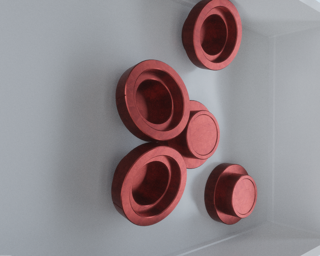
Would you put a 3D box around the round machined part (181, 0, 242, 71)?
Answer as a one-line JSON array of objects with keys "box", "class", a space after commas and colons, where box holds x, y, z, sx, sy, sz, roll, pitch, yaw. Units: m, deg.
[{"box": [0.070, -0.134, 0.447, 0.099, 0.042, 0.097, -14, 112, -35], "class": "round machined part"}]

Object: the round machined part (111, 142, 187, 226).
[{"box": [-0.017, 0.064, 0.375, 0.099, 0.042, 0.097, -13, 110, -38], "class": "round machined part"}]

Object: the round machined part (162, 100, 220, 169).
[{"box": [0.047, 0.009, 0.437, 0.099, 0.042, 0.097, 0, 90, -40], "class": "round machined part"}]

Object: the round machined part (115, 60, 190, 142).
[{"box": [-0.013, -0.031, 0.380, 0.099, 0.042, 0.098, 10, 75, -38], "class": "round machined part"}]

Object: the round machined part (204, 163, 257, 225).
[{"box": [0.120, 0.107, 0.499, 0.099, 0.042, 0.097, 0, 90, -40], "class": "round machined part"}]
